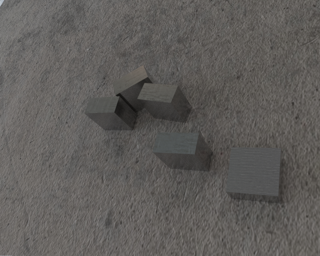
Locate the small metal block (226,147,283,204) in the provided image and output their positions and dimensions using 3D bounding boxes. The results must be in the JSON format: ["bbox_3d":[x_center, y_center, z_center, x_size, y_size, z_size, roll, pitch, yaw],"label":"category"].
[{"bbox_3d":[0.099,0.048,0.322,0.050,0.025,0.050,-1,61,28],"label":"small metal block"}]

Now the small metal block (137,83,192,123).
[{"bbox_3d":[0.007,-0.033,0.404,0.050,0.050,0.025,10,67,32],"label":"small metal block"}]

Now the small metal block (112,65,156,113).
[{"bbox_3d":[-0.030,-0.053,0.436,0.050,0.050,0.025,-28,52,10],"label":"small metal block"}]

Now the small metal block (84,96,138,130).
[{"bbox_3d":[-0.068,-0.019,0.435,0.050,0.050,0.025,0,62,28],"label":"small metal block"}]

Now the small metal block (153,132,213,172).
[{"bbox_3d":[0.027,0.028,0.357,0.050,0.050,0.025,0,62,28],"label":"small metal block"}]
